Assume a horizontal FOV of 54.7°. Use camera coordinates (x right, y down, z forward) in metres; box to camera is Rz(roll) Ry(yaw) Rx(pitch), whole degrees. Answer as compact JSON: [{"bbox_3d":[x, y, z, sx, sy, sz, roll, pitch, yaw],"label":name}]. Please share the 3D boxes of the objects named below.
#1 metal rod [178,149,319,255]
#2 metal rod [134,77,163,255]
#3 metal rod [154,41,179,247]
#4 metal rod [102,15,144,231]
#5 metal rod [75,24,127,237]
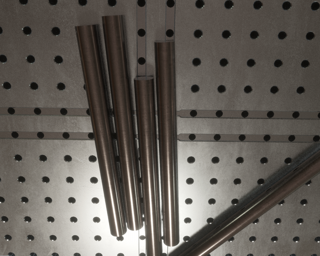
[{"bbox_3d":[0.130,0.131,0.463,0.299,0.025,0.025,-42,105,13],"label":"metal rod"},{"bbox_3d":[-0.014,0.077,0.441,0.025,0.025,0.298,-3,110,0],"label":"metal rod"},{"bbox_3d":[0.012,0.035,0.426,0.025,0.025,0.298,-2,110,0],"label":"metal rod"},{"bbox_3d":[-0.047,0.007,0.415,0.025,0.025,0.298,-4,110,1],"label":"metal rod"},{"bbox_3d":[-0.075,0.017,0.418,0.025,0.025,0.298,-5,110,1],"label":"metal rod"}]
